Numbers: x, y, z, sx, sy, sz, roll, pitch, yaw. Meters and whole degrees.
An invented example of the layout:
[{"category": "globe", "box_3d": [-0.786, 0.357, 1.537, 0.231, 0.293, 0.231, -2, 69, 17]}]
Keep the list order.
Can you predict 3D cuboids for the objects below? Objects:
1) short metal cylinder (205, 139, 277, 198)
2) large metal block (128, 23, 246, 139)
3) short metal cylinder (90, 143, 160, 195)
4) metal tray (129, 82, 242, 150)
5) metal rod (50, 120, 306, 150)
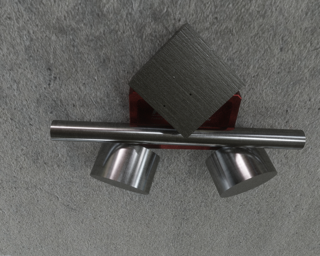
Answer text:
[{"category": "short metal cylinder", "box_3d": [0.108, 0.054, 0.418, 0.081, 0.050, 0.080, -17, 154, -8]}, {"category": "large metal block", "box_3d": [0.026, -0.050, 0.322, 0.080, 0.050, 0.080, 43, 102, -12]}, {"category": "short metal cylinder", "box_3d": [-0.046, 0.052, 0.412, 0.080, 0.050, 0.080, 16, 162, 6]}, {"category": "metal tray", "box_3d": [0.028, -0.015, 0.394, 0.131, 0.030, 0.089, 1, 130, -2]}, {"category": "metal rod", "box_3d": [0.023, 0.009, 0.377, 0.302, 0.025, 0.025, 2, 130, -2]}]
